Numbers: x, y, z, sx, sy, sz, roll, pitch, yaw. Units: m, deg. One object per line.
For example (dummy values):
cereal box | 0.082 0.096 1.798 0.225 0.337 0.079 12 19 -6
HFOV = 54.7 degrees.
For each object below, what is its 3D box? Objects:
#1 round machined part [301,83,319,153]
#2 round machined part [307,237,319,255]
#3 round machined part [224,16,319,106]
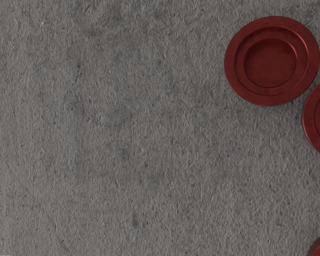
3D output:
round machined part | 0.203 -0.011 0.328 0.098 0.042 0.097 0 90 20
round machined part | 0.207 0.153 0.327 0.098 0.042 0.097 0 90 20
round machined part | 0.126 -0.073 0.355 0.098 0.042 0.097 0 90 20
